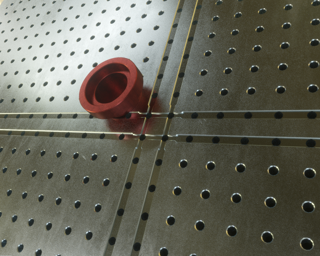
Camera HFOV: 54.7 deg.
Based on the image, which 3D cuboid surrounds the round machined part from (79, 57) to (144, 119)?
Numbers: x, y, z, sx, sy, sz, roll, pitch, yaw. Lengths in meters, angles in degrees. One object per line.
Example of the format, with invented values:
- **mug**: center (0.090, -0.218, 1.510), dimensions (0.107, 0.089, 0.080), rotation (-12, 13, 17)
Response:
- **round machined part**: center (-0.068, -0.055, 0.465), dimensions (0.098, 0.042, 0.098), rotation (-13, 56, 20)
